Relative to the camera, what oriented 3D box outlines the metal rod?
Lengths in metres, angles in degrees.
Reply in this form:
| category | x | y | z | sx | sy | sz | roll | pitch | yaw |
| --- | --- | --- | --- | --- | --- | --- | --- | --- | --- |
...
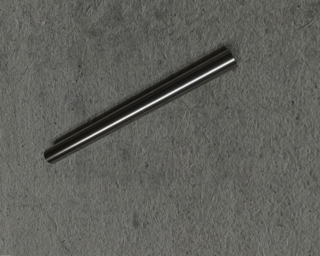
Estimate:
| category | x | y | z | sx | sy | sz | roll | pitch | yaw |
| --- | --- | --- | --- | --- | --- | --- | --- | --- | --- |
| metal rod | -0.038 | -0.021 | 0.422 | 0.300 | 0.025 | 0.025 | -27 | 81 | 18 |
